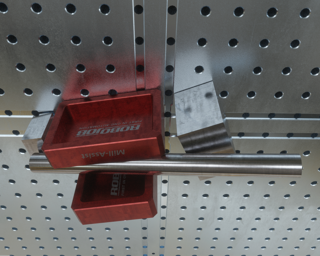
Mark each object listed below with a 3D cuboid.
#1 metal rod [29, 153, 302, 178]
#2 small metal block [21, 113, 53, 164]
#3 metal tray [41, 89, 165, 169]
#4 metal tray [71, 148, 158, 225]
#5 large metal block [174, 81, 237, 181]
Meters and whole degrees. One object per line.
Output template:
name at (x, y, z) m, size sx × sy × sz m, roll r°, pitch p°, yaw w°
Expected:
metal rod at (-0.005, 0.041, 0.347) m, size 0.301 × 0.025 × 0.025 m, roll -1°, pitch 131°, yaw 12°
small metal block at (-0.151, 0.016, 0.406) m, size 0.025 × 0.050 × 0.050 m, roll -6°, pitch 130°, yaw 5°
metal tray at (-0.061, -0.001, 0.366) m, size 0.131 × 0.090 × 0.030 m, roll -7°, pitch 131°, yaw 5°
metal tray at (-0.050, 0.052, 0.386) m, size 0.090 × 0.130 × 0.030 m, roll -7°, pitch 130°, yaw 5°
large metal block at (0.057, 0.003, 0.378) m, size 0.050 × 0.080 × 0.080 m, roll -18°, pitch 128°, yaw 14°
